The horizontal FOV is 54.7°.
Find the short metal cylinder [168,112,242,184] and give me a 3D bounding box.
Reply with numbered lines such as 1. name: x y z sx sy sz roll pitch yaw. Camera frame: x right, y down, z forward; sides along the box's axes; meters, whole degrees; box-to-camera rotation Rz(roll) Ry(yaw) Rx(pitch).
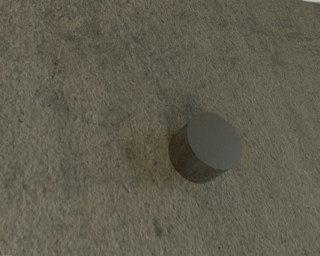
1. short metal cylinder: 0.058 0.026 0.405 0.081 0.050 0.080 14 56 -21
